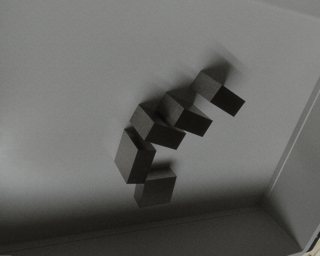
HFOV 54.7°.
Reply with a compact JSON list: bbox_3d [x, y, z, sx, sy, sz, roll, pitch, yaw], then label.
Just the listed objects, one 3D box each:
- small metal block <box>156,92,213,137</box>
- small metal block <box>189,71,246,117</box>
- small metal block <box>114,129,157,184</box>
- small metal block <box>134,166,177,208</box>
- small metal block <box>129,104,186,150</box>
[{"bbox_3d":[0.031,-0.017,0.399,0.050,0.050,0.025,19,108,-36],"label":"small metal block"},{"bbox_3d":[0.075,-0.045,0.405,0.050,0.050,0.025,25,105,-37],"label":"small metal block"},{"bbox_3d":[-0.033,0.036,0.397,0.025,0.050,0.050,6,116,-31],"label":"small metal block"},{"bbox_3d":[-0.008,0.087,0.458,0.050,0.025,0.050,-3,120,-27],"label":"small metal block"},{"bbox_3d":[-0.003,-0.001,0.390,0.050,0.050,0.025,18,109,-35],"label":"small metal block"}]
